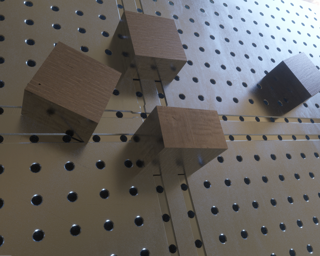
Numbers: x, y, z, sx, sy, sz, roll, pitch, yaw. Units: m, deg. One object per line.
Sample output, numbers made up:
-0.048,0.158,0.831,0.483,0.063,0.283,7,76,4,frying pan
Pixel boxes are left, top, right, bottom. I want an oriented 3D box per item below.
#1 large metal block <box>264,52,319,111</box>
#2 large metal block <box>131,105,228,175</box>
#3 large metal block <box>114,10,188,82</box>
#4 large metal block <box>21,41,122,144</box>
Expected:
0.259,-0.089,0.585,0.081,0.050,0.080,-25,75,-37,large metal block
0.020,0.018,0.372,0.081,0.080,0.050,3,61,-27,large metal block
-0.016,-0.118,0.455,0.081,0.050,0.080,0,62,-28,large metal block
-0.101,-0.041,0.362,0.080,0.050,0.080,26,53,-12,large metal block
